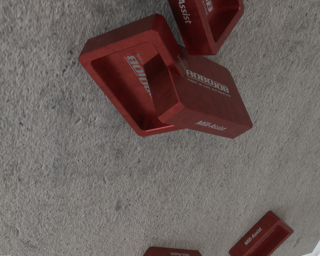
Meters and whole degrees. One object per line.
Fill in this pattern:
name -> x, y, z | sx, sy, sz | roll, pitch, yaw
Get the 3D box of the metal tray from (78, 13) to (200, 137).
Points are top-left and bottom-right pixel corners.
metal tray -> -0.012, -0.048, 0.335 | 0.090, 0.030, 0.130 | -12, 135, 25

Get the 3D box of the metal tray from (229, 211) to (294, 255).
metal tray -> 0.223, 0.249, 0.679 | 0.130, 0.030, 0.090 | -47, 129, 5

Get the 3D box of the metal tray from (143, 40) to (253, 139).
metal tray -> 0.044, -0.041, 0.346 | 0.131, 0.090, 0.030 | 12, 143, -43

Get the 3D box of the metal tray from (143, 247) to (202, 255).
metal tray -> 0.014, 0.269, 0.577 | 0.131, 0.030, 0.090 | 22, 107, -36

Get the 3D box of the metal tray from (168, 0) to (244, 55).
metal tray -> 0.041, -0.149, 0.305 | 0.090, 0.030, 0.130 | -56, 136, -30
